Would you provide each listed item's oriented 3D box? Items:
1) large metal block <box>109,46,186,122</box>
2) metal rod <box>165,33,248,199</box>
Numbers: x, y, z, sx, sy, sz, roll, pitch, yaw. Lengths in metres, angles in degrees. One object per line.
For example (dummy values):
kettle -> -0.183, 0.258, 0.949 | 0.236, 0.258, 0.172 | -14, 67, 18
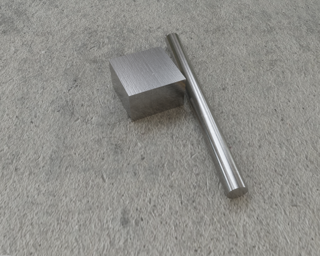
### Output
large metal block -> -0.019, -0.064, 0.441 | 0.081, 0.050, 0.080 | -19, 53, -16
metal rod -> 0.054, -0.040, 0.437 | 0.025, 0.025, 0.300 | -9, 51, -8
